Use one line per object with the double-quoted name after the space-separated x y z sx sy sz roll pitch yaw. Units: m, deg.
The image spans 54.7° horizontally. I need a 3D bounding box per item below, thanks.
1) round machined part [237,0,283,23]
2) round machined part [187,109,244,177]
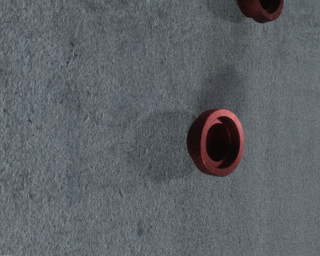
0.169 -0.230 0.534 0.099 0.042 0.097 0 90 -40 "round machined part"
0.078 0.021 0.459 0.099 0.042 0.097 0 90 -40 "round machined part"
